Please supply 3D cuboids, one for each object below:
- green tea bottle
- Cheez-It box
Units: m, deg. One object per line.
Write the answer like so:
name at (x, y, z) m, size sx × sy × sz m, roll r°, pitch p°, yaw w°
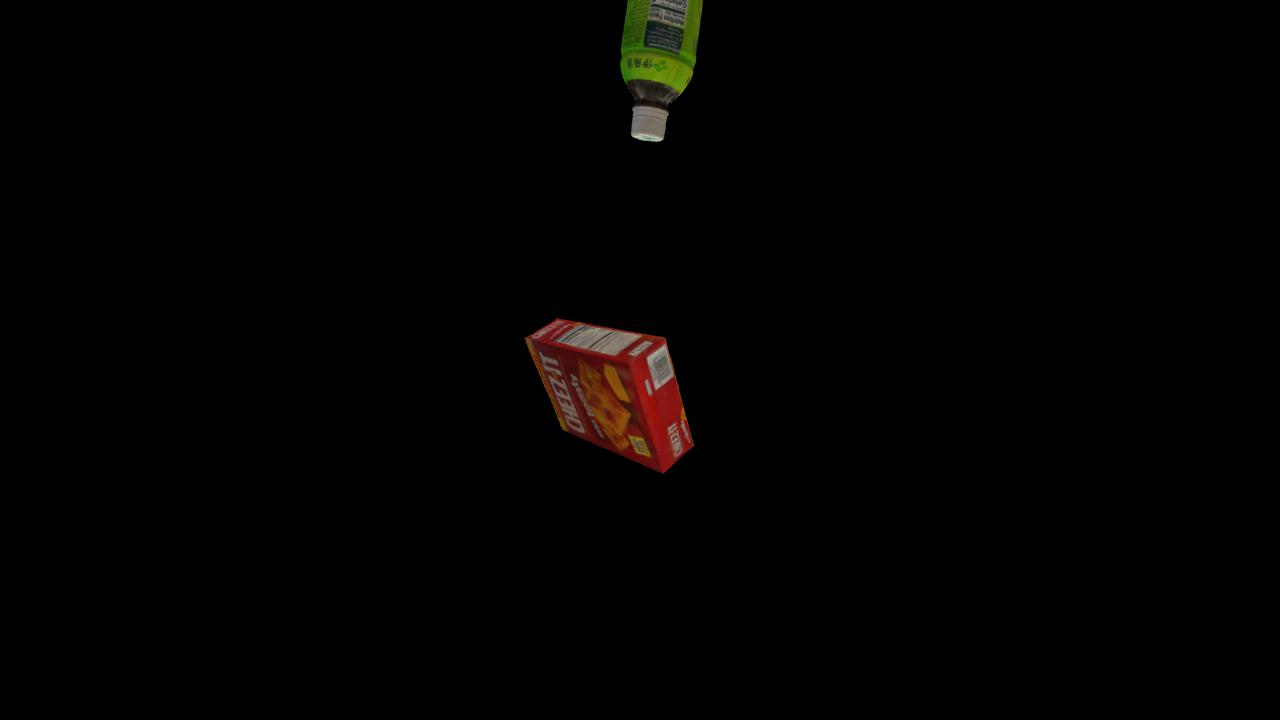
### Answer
green tea bottle at (0.020, -0.305, 0.544) m, size 0.073 × 0.212 × 0.073 m, roll 10°, pitch 7°, yaw -1°
Cheez-It box at (-0.044, 0.040, 0.822) m, size 0.071 × 0.166 × 0.223 m, roll -35°, pitch 32°, yaw -32°
